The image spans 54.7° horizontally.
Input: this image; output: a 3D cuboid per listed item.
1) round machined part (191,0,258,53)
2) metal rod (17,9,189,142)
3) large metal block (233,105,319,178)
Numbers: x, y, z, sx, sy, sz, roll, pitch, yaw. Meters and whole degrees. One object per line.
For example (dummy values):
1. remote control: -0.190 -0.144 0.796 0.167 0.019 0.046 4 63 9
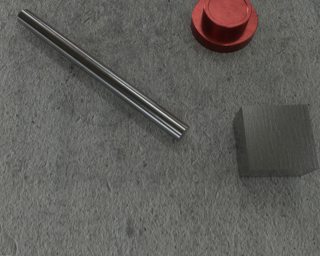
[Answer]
1. round machined part: 0.097 -0.164 0.460 0.099 0.042 0.098 0 70 0
2. metal rod: -0.087 -0.080 0.436 0.300 0.025 0.025 37 74 12
3. large metal block: 0.141 0.018 0.390 0.081 0.050 0.080 -1 70 -1
